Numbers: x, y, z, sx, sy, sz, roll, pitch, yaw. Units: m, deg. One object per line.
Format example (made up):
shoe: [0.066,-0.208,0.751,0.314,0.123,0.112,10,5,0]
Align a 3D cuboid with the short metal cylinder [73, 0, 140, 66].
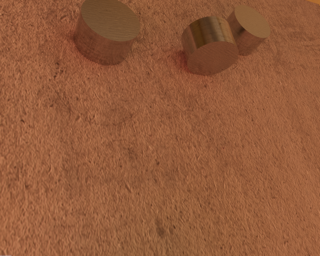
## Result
short metal cylinder: [-0.074,-0.134,0.429,0.081,0.050,0.080,14,56,-21]

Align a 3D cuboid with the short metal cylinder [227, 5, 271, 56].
short metal cylinder: [0.159,-0.184,0.585,0.081,0.050,0.080,14,56,-21]

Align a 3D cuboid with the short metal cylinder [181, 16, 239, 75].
short metal cylinder: [0.077,-0.127,0.488,0.081,0.080,0.050,4,60,-26]
